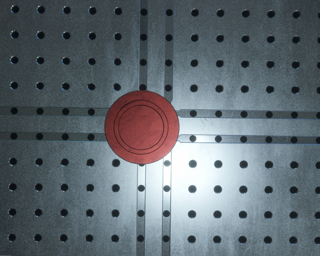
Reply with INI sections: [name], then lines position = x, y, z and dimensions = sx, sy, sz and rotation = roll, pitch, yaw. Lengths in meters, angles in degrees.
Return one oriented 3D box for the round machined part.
[round machined part]
position = -0.024, -0.001, 0.405
dimensions = 0.099, 0.042, 0.097
rotation = 0, 90, -1
